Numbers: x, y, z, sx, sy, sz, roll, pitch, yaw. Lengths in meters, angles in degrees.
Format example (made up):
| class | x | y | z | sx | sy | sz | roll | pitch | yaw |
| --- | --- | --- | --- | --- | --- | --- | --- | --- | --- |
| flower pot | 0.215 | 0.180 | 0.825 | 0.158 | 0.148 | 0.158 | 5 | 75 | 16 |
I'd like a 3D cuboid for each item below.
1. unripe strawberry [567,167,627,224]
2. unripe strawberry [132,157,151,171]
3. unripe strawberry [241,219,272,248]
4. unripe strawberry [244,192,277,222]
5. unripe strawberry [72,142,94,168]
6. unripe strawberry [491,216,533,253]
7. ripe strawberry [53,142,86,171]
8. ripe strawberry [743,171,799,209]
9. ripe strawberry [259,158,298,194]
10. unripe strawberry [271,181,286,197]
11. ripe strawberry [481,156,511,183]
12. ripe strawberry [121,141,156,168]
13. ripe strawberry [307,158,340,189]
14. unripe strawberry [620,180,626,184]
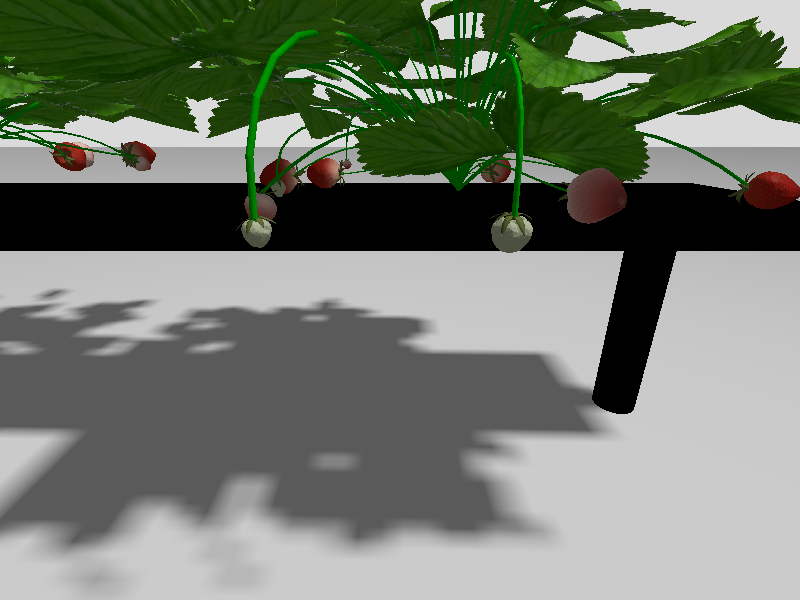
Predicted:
| class | x | y | z | sx | sy | sz | roll | pitch | yaw |
| --- | --- | --- | --- | --- | --- | --- | --- | --- | --- |
| unripe strawberry | 0.104 | -0.054 | 0.209 | 0.027 | 0.029 | 0.030 | -9 | 24 | -20 |
| unripe strawberry | -0.323 | -0.170 | 0.503 | 0.020 | 0.018 | 0.018 | 9 | -1 | 21 |
| unripe strawberry | -0.048 | -0.022 | 0.134 | 0.009 | 0.010 | 0.010 | 10 | 24 | 22 |
| unripe strawberry | -0.073 | -0.047 | 0.208 | 0.017 | 0.017 | 0.015 | 18 | 7 | 38 |
| unripe strawberry | -0.479 | -0.218 | 0.601 | 0.034 | 0.036 | 0.037 | -6 | 22 | -14 |
| unripe strawberry | 0.040 | -0.023 | 0.143 | 0.014 | 0.013 | 0.013 | 1 | 22 | 3 |
| ripe strawberry | -0.441 | -0.192 | 0.538 | 0.035 | 0.037 | 0.037 | -4 | 19 | -10 |
| ripe strawberry | 0.226 | -0.066 | 0.243 | 0.026 | 0.022 | 0.026 | 17 | 28 | 25 |
| ripe strawberry | -0.097 | -0.099 | 0.319 | 0.029 | 0.028 | 0.026 | -4 | 23 | -5 |
| unripe strawberry | -0.084 | -0.077 | 0.276 | 0.010 | 0.011 | 0.011 | -11 | 25 | -24 |
| ripe strawberry | 0.093 | -0.125 | 0.381 | 0.029 | 0.025 | 0.029 | 18 | 28 | 37 |
| ripe strawberry | -0.354 | -0.198 | 0.547 | 0.039 | 0.035 | 0.036 | 4 | 22 | 10 |
| ripe strawberry | -0.065 | -0.108 | 0.343 | 0.028 | 0.024 | 0.028 | 1 | 22 | 4 |
| unripe strawberry | 0.188 | -0.110 | 0.347 | 0.024 | 0.025 | 0.022 | -2 | 22 | -5 |
